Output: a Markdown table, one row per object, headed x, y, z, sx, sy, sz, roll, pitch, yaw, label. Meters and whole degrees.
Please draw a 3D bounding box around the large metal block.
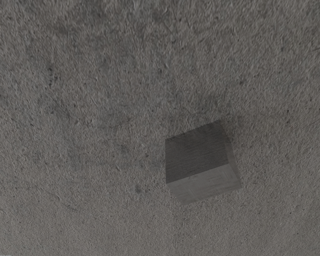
| x | y | z | sx | sy | sz | roll | pitch | yaw | label |
| --- | --- | --- | --- | --- | --- | --- | --- | --- | --- |
| 0.054 | 0.045 | 0.410 | 0.080 | 0.080 | 0.050 | -21 | 127 | 17 | large metal block |
